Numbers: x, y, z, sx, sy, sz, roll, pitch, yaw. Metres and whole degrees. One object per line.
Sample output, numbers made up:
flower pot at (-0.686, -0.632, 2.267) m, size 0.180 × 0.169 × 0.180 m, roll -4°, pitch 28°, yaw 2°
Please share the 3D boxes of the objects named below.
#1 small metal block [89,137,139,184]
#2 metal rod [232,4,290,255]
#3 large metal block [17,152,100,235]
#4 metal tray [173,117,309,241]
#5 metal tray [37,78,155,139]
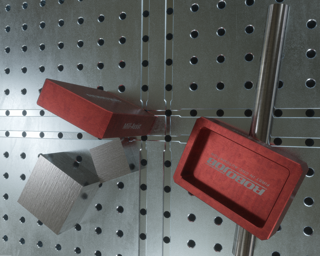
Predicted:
small metal block at (-0.064, 0.045, 0.434) m, size 0.050 × 0.025 × 0.050 m, roll -21°, pitch 83°, yaw 18°
metal rod at (0.120, 0.006, 0.370) m, size 0.025 × 0.025 × 0.298 m, roll 8°, pitch 93°, yaw 19°
large metal block at (-0.144, 0.091, 0.449) m, size 0.080 × 0.050 × 0.080 m, roll 32°, pitch 100°, yaw 17°
metal tray at (0.086, 0.052, 0.356) m, size 0.130 × 0.030 × 0.089 m, roll 29°, pitch 105°, yaw 33°
metal tray at (-0.071, -0.022, 0.381) m, size 0.090 × 0.130 × 0.030 m, roll 27°, pitch 99°, yaw 17°
